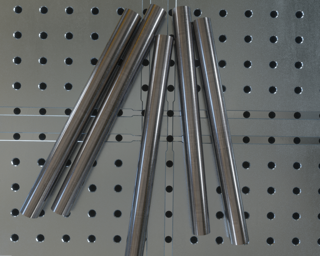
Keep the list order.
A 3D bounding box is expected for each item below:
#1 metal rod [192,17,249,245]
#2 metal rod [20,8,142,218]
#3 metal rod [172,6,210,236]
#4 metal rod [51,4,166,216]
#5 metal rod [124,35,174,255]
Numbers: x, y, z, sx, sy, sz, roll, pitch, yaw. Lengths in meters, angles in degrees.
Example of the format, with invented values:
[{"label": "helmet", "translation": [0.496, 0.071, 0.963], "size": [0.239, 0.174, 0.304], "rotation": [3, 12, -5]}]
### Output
[{"label": "metal rod", "translation": [0.081, 0.004, 0.414], "size": [0.025, 0.025, 0.299], "rotation": [-10, 90, 0]}, {"label": "metal rod", "translation": [-0.104, -0.019, 0.412], "size": [0.025, 0.025, 0.299], "rotation": [28, 90, 0]}, {"label": "metal rod", "translation": [0.042, -0.009, 0.414], "size": [0.025, 0.025, 0.298], "rotation": [-5, 90, 0]}, {"label": "metal rod", "translation": [-0.068, -0.024, 0.413], "size": [0.025, 0.025, 0.299], "rotation": [26, 90, 0]}, {"label": "metal rod", "translation": [-0.015, 0.027, 0.413], "size": [0.025, 0.025, 0.298], "rotation": [8, 90, 0]}]
